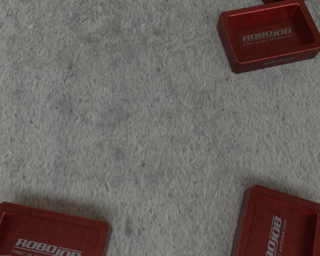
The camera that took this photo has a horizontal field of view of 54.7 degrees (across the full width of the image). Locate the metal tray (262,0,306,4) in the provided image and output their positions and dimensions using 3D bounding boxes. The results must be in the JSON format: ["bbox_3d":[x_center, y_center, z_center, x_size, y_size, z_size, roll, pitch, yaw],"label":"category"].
[{"bbox_3d":[0.217,-0.249,0.498,0.131,0.030,0.090,-21,72,-8],"label":"metal tray"}]

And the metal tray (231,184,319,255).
[{"bbox_3d":[0.132,0.141,0.355,0.090,0.030,0.130,17,71,5],"label":"metal tray"}]

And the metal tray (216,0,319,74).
[{"bbox_3d":[0.160,-0.137,0.457,0.131,0.030,0.090,-12,71,-5],"label":"metal tray"}]

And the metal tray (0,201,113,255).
[{"bbox_3d":[-0.129,0.141,0.352,0.131,0.030,0.090,11,70,3],"label":"metal tray"}]
